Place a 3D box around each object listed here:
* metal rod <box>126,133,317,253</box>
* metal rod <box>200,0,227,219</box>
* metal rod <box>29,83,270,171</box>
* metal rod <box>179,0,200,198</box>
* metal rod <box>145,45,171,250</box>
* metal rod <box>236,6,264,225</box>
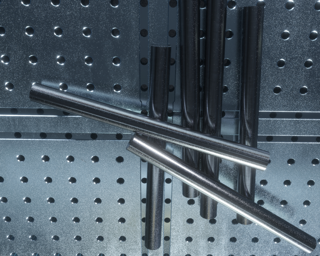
[{"bbox_3d":[0.090,0.093,0.420,0.301,0.025,0.025,31,107,-11],"label":"metal rod"},{"bbox_3d":[0.069,-0.012,0.409,0.025,0.025,0.298,-1,110,0],"label":"metal rod"},{"bbox_3d":[-0.016,-0.003,0.386,0.301,0.025,0.025,17,110,4],"label":"metal rod"},{"bbox_3d":[0.039,-0.045,0.396,0.025,0.025,0.298,-2,110,1],"label":"metal rod"},{"bbox_3d":[-0.005,0.040,0.427,0.025,0.025,0.298,2,110,-1],"label":"metal rod"},{"bbox_3d":[0.118,-0.002,0.413,0.025,0.025,0.298,-3,110,1],"label":"metal rod"}]
